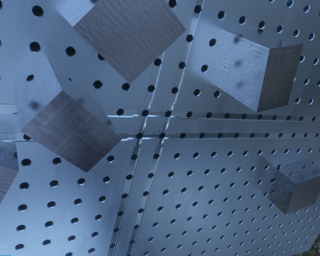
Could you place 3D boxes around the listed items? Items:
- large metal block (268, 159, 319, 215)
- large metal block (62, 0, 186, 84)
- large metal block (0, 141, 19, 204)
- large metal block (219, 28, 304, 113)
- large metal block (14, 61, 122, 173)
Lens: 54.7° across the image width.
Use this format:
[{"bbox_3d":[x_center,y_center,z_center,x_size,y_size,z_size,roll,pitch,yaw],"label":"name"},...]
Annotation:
[{"bbox_3d":[0.274,0.117,0.621,0.081,0.050,0.079,-12,124,-22],"label":"large metal block"},{"bbox_3d":[-0.035,-0.106,0.312,0.080,0.050,0.080,-44,130,2],"label":"large metal block"},{"bbox_3d":[-0.204,0.051,0.316,0.080,0.050,0.080,23,106,-37],"label":"large metal block"},{"bbox_3d":[0.125,-0.077,0.398,0.050,0.080,0.079,-13,124,-22],"label":"large metal block"},{"bbox_3d":[-0.095,-0.012,0.317,0.050,0.080,0.080,-44,130,2],"label":"large metal block"}]
